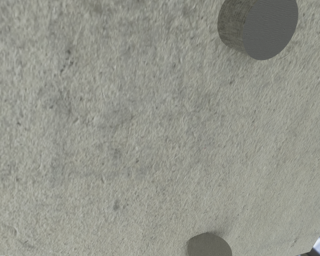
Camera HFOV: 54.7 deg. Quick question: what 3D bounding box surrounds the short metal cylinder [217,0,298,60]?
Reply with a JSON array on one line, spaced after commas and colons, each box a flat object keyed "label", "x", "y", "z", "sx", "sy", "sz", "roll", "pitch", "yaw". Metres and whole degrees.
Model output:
[{"label": "short metal cylinder", "x": 0.118, "y": -0.129, "z": 0.378, "sx": 0.081, "sy": 0.050, "sz": 0.079, "roll": -14, "pitch": 125, "yaw": -21}]

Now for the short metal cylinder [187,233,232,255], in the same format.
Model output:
[{"label": "short metal cylinder", "x": 0.090, "y": 0.245, "z": 0.575, "sx": 0.081, "sy": 0.080, "sz": 0.050, "roll": -12, "pitch": 124, "yaw": -22}]
